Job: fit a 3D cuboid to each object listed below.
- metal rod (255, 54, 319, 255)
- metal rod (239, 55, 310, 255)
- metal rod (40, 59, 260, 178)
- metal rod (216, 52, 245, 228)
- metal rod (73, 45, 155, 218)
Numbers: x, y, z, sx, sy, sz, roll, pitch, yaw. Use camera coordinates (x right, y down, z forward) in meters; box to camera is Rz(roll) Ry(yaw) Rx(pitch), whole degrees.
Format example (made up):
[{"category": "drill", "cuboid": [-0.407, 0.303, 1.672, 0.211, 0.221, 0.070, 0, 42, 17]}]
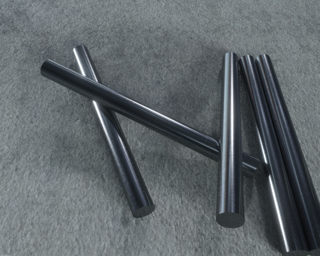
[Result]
[{"category": "metal rod", "cuboid": [0.161, 0.007, 0.399, 0.025, 0.025, 0.300, 1, 50, 0]}, {"category": "metal rod", "cuboid": [0.135, 0.008, 0.397, 0.025, 0.025, 0.300, 1, 50, 0]}, {"category": "metal rod", "cuboid": [-0.021, -0.017, 0.393, 0.301, 0.025, 0.025, 26, 54, 11]}, {"category": "metal rod", "cuboid": [0.088, -0.015, 0.386, 0.025, 0.025, 0.300, 8, 41, 6]}, {"category": "metal rod", "cuboid": [-0.073, -0.018, 0.417, 0.025, 0.025, 0.300, -17, 52, -14]}]
